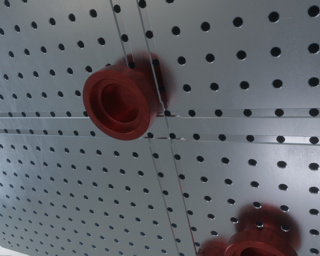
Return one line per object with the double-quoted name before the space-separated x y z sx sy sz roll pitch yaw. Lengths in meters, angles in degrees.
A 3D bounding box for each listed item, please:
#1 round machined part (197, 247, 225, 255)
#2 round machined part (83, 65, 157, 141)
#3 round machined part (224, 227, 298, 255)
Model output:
"round machined part" 0.098 0.244 0.500 0.098 0.042 0.097 13 124 21
"round machined part" -0.048 -0.035 0.404 0.098 0.042 0.097 13 124 21
"round machined part" 0.144 0.179 0.435 0.098 0.042 0.097 13 124 21
